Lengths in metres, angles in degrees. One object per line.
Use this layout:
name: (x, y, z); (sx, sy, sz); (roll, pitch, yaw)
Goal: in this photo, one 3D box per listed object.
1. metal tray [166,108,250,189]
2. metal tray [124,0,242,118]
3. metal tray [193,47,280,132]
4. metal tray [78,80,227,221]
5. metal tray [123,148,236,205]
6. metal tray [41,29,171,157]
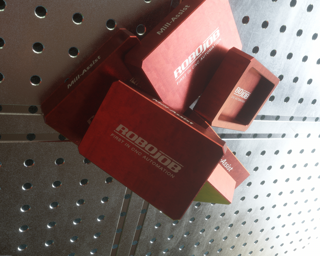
metal tray: (0.058, 0.019, 0.410); (0.030, 0.090, 0.130); (-44, 129, 2)
metal tray: (0.032, -0.084, 0.349); (0.130, 0.030, 0.090); (-47, 134, -14)
metal tray: (0.104, -0.043, 0.406); (0.131, 0.030, 0.090); (7, 118, -56)
metal tray: (-0.010, 0.021, 0.320); (0.090, 0.130, 0.030); (-59, 169, 14)
metal tray: (0.018, 0.061, 0.396); (0.090, 0.130, 0.030); (45, 54, -39)
metal tray: (-0.056, -0.035, 0.355); (0.130, 0.030, 0.090); (-43, 130, 2)
